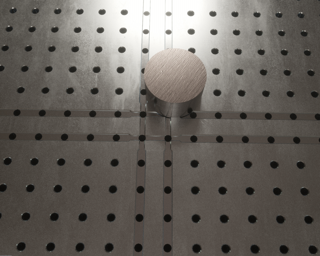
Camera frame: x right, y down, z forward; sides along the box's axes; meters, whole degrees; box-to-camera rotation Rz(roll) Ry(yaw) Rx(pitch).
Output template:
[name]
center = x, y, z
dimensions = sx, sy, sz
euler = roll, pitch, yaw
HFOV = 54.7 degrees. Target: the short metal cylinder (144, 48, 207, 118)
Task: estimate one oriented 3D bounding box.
[short metal cylinder]
center = 0.020, -0.060, 0.421
dimensions = 0.081, 0.050, 0.080
euler = 0, 70, -1
